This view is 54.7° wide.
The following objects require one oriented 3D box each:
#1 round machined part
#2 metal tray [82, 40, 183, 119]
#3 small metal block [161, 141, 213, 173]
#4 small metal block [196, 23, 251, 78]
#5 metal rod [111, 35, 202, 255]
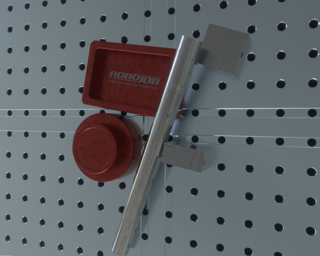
[{"bbox_3d":[-0.082,0.028,0.432,0.098,0.042,0.097,0,90,20],"label":"round machined part"},{"bbox_3d":[-0.038,-0.066,0.423,0.130,0.030,0.089,11,94,19],"label":"metal tray"},{"bbox_3d":[0.035,0.034,0.387,0.050,0.050,0.025,13,95,19],"label":"small metal block"},{"bbox_3d":[0.078,-0.096,0.385,0.050,0.025,0.050,22,97,18],"label":"small metal block"},{"bbox_3d":[-0.010,0.034,0.391,0.025,0.025,0.298,24,107,18],"label":"metal rod"}]
